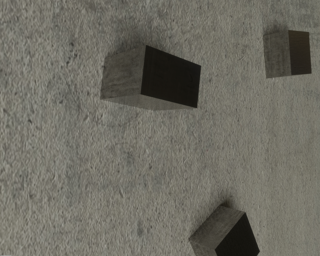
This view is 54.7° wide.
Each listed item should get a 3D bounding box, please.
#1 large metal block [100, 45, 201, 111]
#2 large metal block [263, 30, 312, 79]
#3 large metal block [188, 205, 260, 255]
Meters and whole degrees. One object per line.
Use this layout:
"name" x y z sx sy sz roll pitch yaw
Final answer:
"large metal block" -0.012 -0.052 0.359 0.081 0.080 0.050 10 84 -40
"large metal block" 0.244 -0.139 0.593 0.081 0.050 0.079 -11 97 -39
"large metal block" 0.100 0.180 0.472 0.080 0.050 0.080 -36 112 -34
